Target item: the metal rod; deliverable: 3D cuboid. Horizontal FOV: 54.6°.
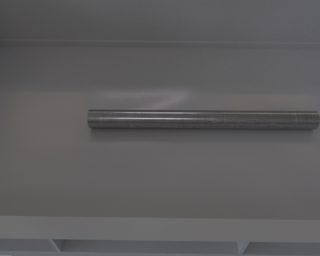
[{"bbox_3d":[0.057,-0.011,0.415,0.302,0.025,0.025,0,50,0],"label":"metal rod"}]
